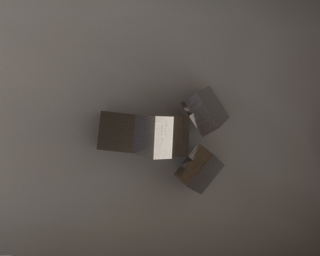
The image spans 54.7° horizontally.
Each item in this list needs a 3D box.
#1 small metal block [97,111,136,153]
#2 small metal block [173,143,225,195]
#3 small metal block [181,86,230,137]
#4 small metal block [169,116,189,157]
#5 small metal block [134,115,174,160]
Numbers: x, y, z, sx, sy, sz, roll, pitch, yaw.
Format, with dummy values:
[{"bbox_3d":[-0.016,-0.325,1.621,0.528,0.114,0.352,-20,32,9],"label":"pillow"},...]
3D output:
[{"bbox_3d":[-0.053,0.005,0.408,0.050,0.025,0.050,7,90,-1],"label":"small metal block"},{"bbox_3d":[0.051,0.053,0.395,0.025,0.050,0.050,38,89,35],"label":"small metal block"},{"bbox_3d":[0.059,-0.022,0.395,0.025,0.050,0.050,-32,91,32],"label":"small metal block"},{"bbox_3d":[0.022,0.010,0.398,0.025,0.050,0.050,1,90,0],"label":"small metal block"},{"bbox_3d":[-0.009,0.010,0.379,0.025,0.050,0.050,1,93,-32],"label":"small metal block"}]
